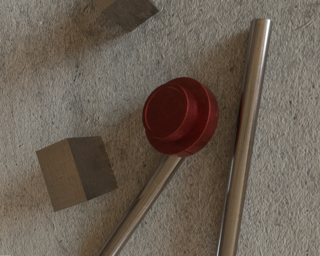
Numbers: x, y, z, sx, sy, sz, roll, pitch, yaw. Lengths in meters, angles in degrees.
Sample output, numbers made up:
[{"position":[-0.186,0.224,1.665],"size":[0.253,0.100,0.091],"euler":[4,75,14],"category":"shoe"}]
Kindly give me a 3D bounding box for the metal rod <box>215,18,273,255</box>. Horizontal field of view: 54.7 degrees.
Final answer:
[{"position":[0.099,0.022,0.373],"size":[0.025,0.025,0.298],"euler":[9,93,19],"category":"metal rod"}]

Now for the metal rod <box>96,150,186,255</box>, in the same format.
[{"position":[-0.030,0.111,0.418],"size":[0.025,0.025,0.299],"euler":[37,101,16],"category":"metal rod"}]

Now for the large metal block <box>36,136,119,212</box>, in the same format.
[{"position":[-0.108,0.058,0.417],"size":[0.050,0.080,0.080],"euler":[-22,83,18],"category":"large metal block"}]

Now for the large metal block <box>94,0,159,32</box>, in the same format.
[{"position":[-0.054,-0.181,0.398],"size":[0.050,0.080,0.080],"euler":[-31,80,17],"category":"large metal block"}]

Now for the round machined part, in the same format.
[{"position":[0.017,-0.016,0.374],"size":[0.098,0.042,0.098],"euler":[-13,68,36],"category":"round machined part"}]
